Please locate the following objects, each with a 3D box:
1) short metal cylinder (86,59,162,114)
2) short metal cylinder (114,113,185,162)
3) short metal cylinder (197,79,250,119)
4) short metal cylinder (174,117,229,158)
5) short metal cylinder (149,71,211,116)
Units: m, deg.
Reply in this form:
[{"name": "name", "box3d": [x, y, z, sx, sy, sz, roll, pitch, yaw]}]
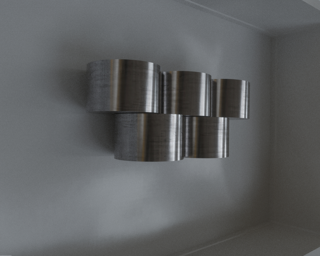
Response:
[{"name": "short metal cylinder", "box3d": [-0.039, -0.041, 0.336, 0.081, 0.080, 0.050, 1, 90, -40]}, {"name": "short metal cylinder", "box3d": [-0.012, 0.010, 0.358, 0.081, 0.080, 0.050, 1, 90, -40]}, {"name": "short metal cylinder", "box3d": [0.086, -0.038, 0.440, 0.081, 0.080, 0.050, 2, 89, -40]}, {"name": "short metal cylinder", "box3d": [0.051, 0.012, 0.411, 0.081, 0.080, 0.050, 1, 90, -40]}, {"name": "short metal cylinder", "box3d": [0.024, -0.039, 0.388, 0.081, 0.080, 0.050, 1, 90, -40]}]
